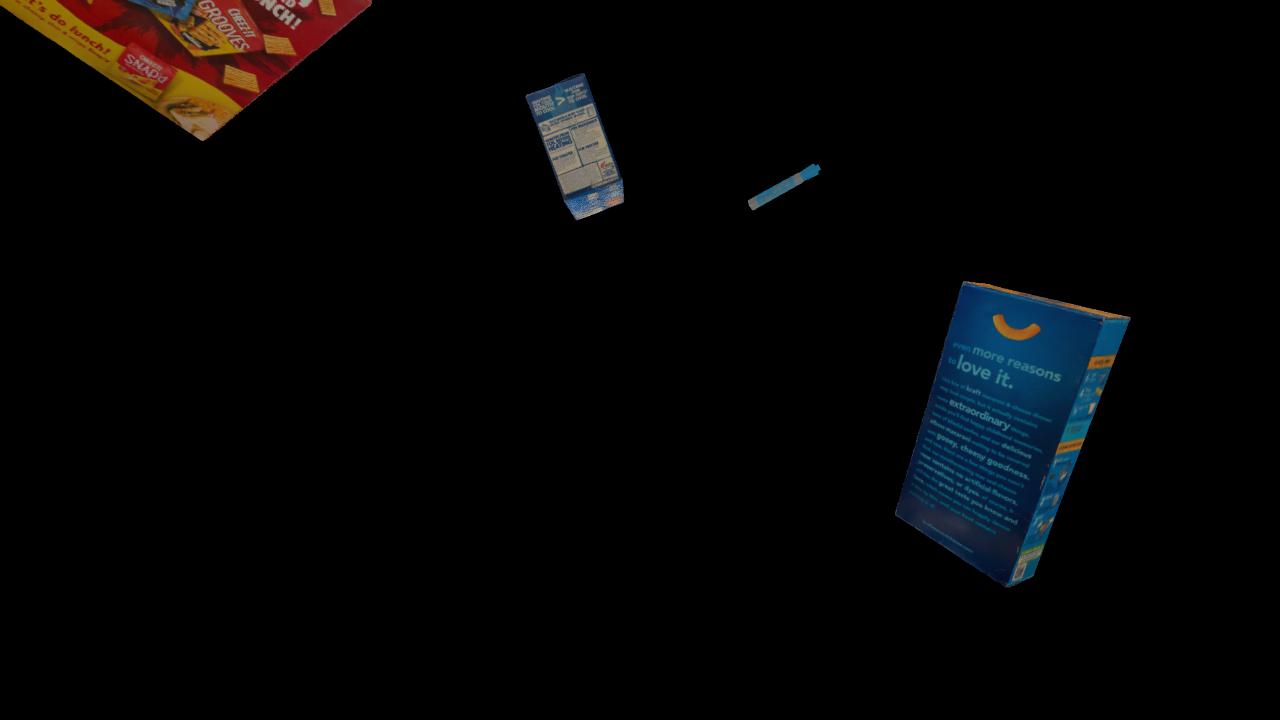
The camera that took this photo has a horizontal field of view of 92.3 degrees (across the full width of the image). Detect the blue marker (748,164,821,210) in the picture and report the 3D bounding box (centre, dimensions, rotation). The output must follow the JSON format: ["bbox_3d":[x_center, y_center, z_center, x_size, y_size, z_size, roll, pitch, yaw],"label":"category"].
[{"bbox_3d":[0.228,-0.274,0.973,0.121,0.020,0.020,-25,-13,31],"label":"blue marker"}]

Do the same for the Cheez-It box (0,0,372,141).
[{"bbox_3d":[-0.351,-0.301,0.483,0.223,0.071,0.166,-26,-37,19],"label":"Cheez-It box"}]

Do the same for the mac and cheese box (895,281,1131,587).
[{"bbox_3d":[0.243,0.047,0.419,0.041,0.184,0.093,-2,20,-29],"label":"mac and cheese box"}]

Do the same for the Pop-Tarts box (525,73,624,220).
[{"bbox_3d":[-0.082,-0.282,0.843,0.083,0.141,0.167,-21,5,0],"label":"Pop-Tarts box"}]
